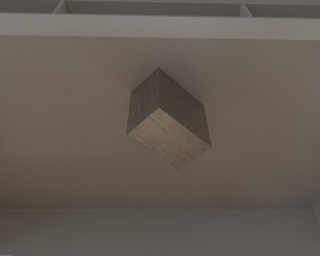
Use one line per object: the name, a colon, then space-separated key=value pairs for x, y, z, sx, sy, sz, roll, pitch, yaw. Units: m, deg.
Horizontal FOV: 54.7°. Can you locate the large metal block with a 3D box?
large metal block: x=0.010 y=-0.011 z=0.364 sx=0.080 sy=0.080 sz=0.050 roll=36 pitch=121 yaw=-27
